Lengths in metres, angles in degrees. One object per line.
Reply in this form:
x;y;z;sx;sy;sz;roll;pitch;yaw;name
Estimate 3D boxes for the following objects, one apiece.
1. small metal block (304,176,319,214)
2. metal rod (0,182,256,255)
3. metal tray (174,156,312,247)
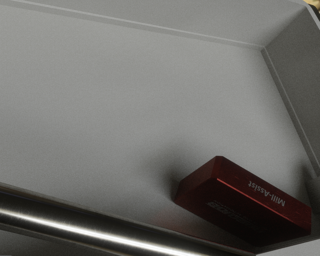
0.254;0.100;0.469;0.025;0.050;0.050;12;57;-22;small metal block
-0.071;0.053;0.185;0.302;0.025;0.025;21;54;-16;metal rod
0.094;0.090;0.361;0.130;0.090;0.030;30;52;-9;metal tray
